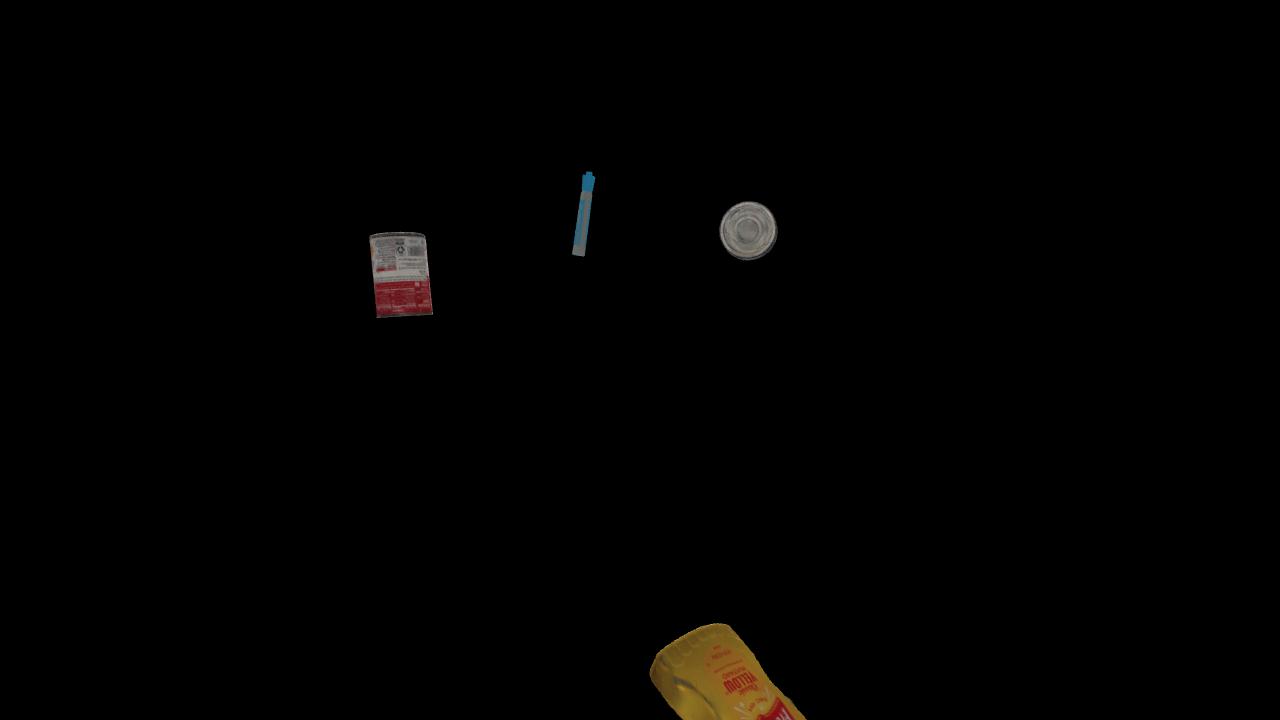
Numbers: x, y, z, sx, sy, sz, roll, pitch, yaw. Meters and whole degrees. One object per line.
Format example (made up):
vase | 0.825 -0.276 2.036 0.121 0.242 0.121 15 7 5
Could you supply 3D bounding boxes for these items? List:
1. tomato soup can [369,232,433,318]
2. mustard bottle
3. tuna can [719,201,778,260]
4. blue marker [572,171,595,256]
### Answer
tomato soup can | -0.298 -0.105 0.767 0.068 0.101 0.068 -4 6 0
mustard bottle | 0.093 0.294 0.472 0.092 0.054 0.184 7 25 -42
tuna can | 0.159 -0.189 0.904 0.084 0.084 0.034 0 6 14
blue marker | -0.082 -0.213 0.896 0.020 0.121 0.020 8 5 -1
